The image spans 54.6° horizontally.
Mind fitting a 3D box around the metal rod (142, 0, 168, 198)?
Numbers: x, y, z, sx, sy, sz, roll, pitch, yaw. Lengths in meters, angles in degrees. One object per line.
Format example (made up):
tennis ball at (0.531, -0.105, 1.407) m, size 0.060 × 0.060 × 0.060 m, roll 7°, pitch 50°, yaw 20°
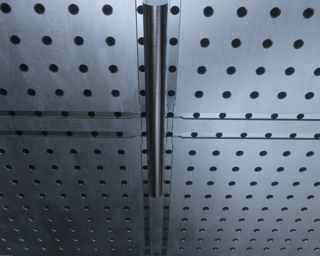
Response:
metal rod at (-0.006, -0.011, 0.402) m, size 0.025 × 0.025 × 0.298 m, roll 0°, pitch 130°, yaw 0°
